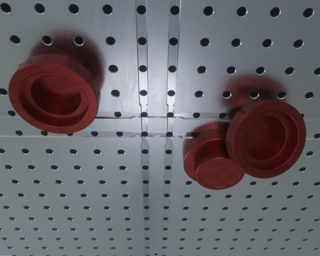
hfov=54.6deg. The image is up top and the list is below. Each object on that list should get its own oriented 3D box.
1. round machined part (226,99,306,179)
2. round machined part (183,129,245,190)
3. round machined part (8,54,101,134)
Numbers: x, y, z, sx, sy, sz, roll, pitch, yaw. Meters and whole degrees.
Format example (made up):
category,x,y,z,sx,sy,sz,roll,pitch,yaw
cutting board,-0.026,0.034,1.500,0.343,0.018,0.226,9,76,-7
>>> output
category,x,y,z,sx,sy,sz,roll,pitch,yaw
round machined part,0.129,0.011,0.393,0.099,0.042,0.097,-3,105,-12
round machined part,0.083,0.052,0.445,0.099,0.042,0.097,0,130,0
round machined part,-0.119,-0.043,0.363,0.099,0.042,0.097,0,130,0
